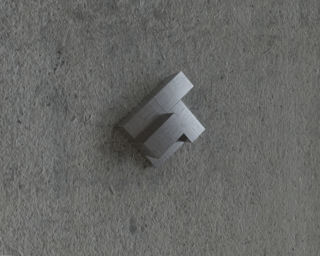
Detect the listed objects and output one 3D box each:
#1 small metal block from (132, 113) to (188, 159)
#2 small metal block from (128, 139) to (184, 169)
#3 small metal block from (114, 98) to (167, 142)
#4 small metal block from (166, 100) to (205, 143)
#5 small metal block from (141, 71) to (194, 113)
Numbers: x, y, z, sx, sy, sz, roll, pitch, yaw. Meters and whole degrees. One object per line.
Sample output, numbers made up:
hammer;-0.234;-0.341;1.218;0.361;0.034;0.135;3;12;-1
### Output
small metal block;-0.001;0.009;0.371;0.050;0.050;0.025;-45;105;-15
small metal block;-0.006;0.018;0.409;0.050;0.025;0.050;-44;104;-15
small metal block;-0.026;-0.010;0.388;0.050;0.050;0.025;-45;105;-15
small metal block;0.024;-0.008;0.407;0.025;0.050;0.050;-45;105;-14
small metal block;0.008;-0.044;0.401;0.050;0.050;0.025;-45;105;-15
